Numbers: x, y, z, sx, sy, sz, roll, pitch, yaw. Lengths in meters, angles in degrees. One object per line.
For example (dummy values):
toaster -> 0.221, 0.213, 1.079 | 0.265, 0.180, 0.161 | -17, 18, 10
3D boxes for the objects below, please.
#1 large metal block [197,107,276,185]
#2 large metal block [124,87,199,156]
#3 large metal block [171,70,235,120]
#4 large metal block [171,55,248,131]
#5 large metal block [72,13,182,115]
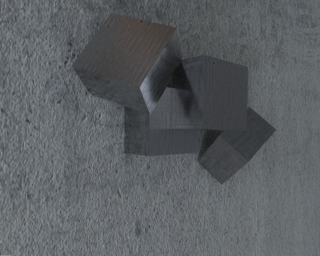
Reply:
large metal block -> 0.112, 0.027, 0.458 | 0.050, 0.080, 0.080 | 44, 56, 12
large metal block -> 0.003, -0.008, 0.392 | 0.081, 0.050, 0.079 | 0, 90, -40
large metal block -> 0.063, -0.049, 0.446 | 0.081, 0.050, 0.079 | 0, 90, -40
large metal block -> 0.061, -0.037, 0.375 | 0.081, 0.050, 0.079 | 3, 88, -40
large metal block -> -0.032, -0.071, 0.336 | 0.080, 0.080, 0.050 | -61, 158, -22
